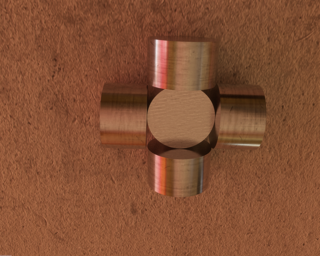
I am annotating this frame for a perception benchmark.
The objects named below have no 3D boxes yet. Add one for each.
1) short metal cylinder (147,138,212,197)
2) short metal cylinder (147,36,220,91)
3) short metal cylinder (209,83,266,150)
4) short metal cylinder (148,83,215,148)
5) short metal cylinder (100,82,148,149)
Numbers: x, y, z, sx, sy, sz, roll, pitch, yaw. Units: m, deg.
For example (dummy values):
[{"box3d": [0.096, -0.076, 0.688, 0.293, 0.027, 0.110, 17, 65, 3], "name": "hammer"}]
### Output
[{"box3d": [0.024, 0.046, 0.399, 0.081, 0.080, 0.050, 0, 110, -1], "name": "short metal cylinder"}, {"box3d": [0.025, -0.076, 0.353, 0.081, 0.080, 0.050, 2, 111, -1], "name": "short metal cylinder"}, {"box3d": [0.091, -0.014, 0.378, 0.050, 0.080, 0.079, 2, 110, -1], "name": "short metal cylinder"}, {"box3d": [0.025, -0.021, 0.391, 0.081, 0.050, 0.079, 0, 110, -1], "name": "short metal cylinder"}, {"box3d": [-0.041, -0.015, 0.376, 0.050, 0.080, 0.079, 2, 110, -1], "name": "short metal cylinder"}]
